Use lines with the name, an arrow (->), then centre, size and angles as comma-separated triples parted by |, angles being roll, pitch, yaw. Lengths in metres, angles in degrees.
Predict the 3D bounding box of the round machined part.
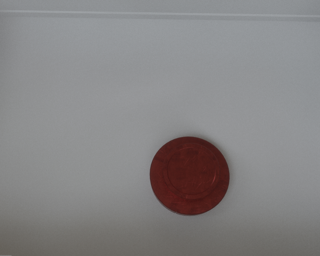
round machined part -> 0.037, 0.056, 0.380 | 0.099, 0.042, 0.098 | 0, 70, 0
